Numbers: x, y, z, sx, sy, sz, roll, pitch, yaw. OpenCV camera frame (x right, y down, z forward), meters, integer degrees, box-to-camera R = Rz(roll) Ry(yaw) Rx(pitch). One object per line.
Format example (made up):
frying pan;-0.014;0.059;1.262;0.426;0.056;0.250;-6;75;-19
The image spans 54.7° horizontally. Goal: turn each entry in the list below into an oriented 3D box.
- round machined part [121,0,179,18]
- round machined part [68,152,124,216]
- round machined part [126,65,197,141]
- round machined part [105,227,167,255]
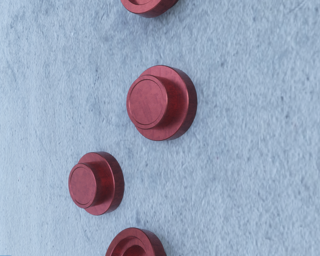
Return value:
round machined part;-0.005;-0.190;0.396;0.098;0.042;0.097;0;90;39
round machined part;-0.104;0.086;0.477;0.098;0.042;0.097;0;90;39
round machined part;-0.005;-0.032;0.396;0.098;0.042;0.097;0;90;39
round machined part;-0.027;0.182;0.400;0.098;0.042;0.098;-24;53;36
